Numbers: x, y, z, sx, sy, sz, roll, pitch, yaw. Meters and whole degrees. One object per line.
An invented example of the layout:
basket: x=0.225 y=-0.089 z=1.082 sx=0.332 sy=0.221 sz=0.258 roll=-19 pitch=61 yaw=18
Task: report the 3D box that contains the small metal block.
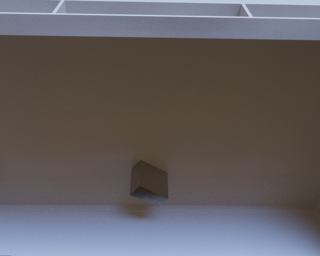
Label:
small metal block: x=-0.016 y=0.083 z=0.463 sx=0.050 sy=0.050 sz=0.025 roll=29 pitch=124 yaw=-23
